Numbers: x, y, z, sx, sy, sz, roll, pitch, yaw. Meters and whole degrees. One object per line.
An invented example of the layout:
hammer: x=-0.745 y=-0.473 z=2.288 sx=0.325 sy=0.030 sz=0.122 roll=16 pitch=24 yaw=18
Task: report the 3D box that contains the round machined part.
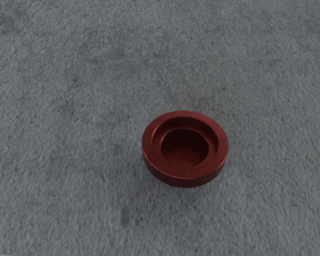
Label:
round machined part: x=0.029 y=0.028 z=0.369 sx=0.099 sy=0.042 sz=0.098 roll=0 pitch=50 yaw=0
